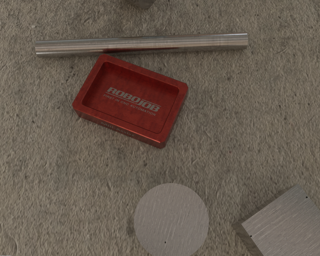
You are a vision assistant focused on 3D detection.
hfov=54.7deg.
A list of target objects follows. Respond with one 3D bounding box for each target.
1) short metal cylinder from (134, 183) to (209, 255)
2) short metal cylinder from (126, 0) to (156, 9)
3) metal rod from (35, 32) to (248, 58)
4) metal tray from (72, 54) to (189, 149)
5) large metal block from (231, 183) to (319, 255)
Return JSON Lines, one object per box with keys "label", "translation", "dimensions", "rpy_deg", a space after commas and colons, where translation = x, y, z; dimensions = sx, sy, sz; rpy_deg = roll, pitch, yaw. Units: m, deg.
{"label": "short metal cylinder", "translation": [0.012, 0.107, 0.356], "dimensions": [0.081, 0.050, 0.080], "rpy_deg": [0, 70, 0]}
{"label": "short metal cylinder", "translation": [-0.030, -0.227, 0.462], "dimensions": [0.050, 0.080, 0.080], "rpy_deg": [31, 73, 10]}
{"label": "metal rod", "translation": [-0.025, -0.121, 0.451], "dimensions": [0.302, 0.025, 0.025], "rpy_deg": [-3, 70, -1]}
{"label": "metal tray", "translation": [-0.038, -0.037, 0.418], "dimensions": [0.131, 0.030, 0.090], "rpy_deg": [21, 71, 7]}
{"label": "large metal block", "translation": [0.143, 0.122, 0.351], "dimensions": [0.080, 0.050, 0.080], "rpy_deg": [-31, 73, -11]}
